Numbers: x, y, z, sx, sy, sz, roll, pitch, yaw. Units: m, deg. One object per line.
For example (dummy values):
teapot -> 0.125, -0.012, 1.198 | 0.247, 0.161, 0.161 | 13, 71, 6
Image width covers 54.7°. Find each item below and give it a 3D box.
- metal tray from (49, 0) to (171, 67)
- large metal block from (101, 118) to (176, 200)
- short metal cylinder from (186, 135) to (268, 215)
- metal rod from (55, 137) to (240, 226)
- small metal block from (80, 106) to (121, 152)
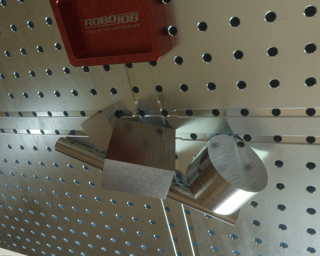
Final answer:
metal tray -> -0.059, -0.122, 0.361 | 0.130, 0.030, 0.089 | 2, 120, 27
large metal block -> -0.025, 0.037, 0.395 | 0.081, 0.080, 0.050 | 11, 126, -5
short metal cylinder -> 0.078, 0.054, 0.367 | 0.080, 0.080, 0.050 | 36, 129, 3
metal rod -> -0.029, 0.076, 0.471 | 0.301, 0.025, 0.025 | 20, 126, 16
small metal block -> -0.079, 0.002, 0.452 | 0.050, 0.025, 0.050 | -22, 107, 36
